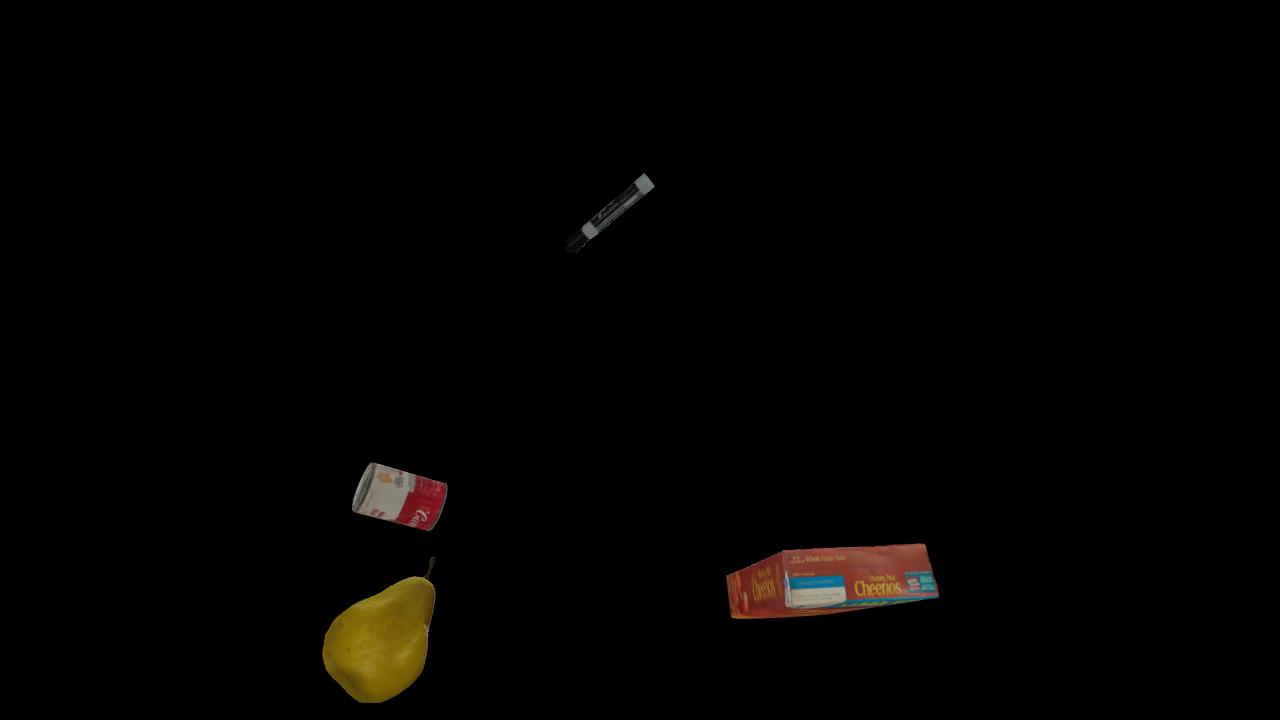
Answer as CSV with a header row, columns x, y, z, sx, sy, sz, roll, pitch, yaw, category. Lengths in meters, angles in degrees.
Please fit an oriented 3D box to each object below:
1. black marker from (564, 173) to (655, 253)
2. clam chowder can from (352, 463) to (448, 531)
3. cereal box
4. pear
x,y,z,sx,sy,sz,roll,pitch,yaw,category
-0.036,-0.160,0.682,0.121,0.020,0.020,-38,-9,12,black marker
-0.318,0.181,0.816,0.102,0.068,0.068,25,-12,-27,clam chowder can
0.266,0.337,0.922,0.203,0.081,0.306,0,-24,-9,cereal box
-0.197,0.217,0.504,0.080,0.080,0.111,0,29,33,pear
